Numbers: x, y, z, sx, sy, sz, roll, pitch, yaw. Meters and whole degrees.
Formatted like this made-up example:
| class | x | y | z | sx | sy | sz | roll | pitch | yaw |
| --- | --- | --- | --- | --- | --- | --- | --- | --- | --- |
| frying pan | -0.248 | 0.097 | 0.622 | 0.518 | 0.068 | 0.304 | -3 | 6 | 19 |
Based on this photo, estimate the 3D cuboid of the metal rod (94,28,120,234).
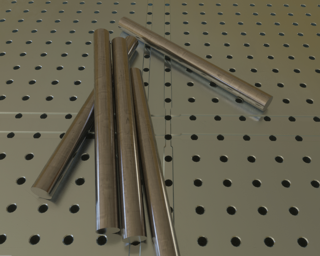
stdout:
| class | x | y | z | sx | sy | sz | roll | pitch | yaw |
| --- | --- | --- | --- | --- | --- | --- | --- | --- | --- |
| metal rod | -0.072 | -0.019 | 0.398 | 0.025 | 0.025 | 0.299 | -5 | 57 | -5 |

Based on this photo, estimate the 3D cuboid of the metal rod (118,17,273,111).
| class | x | y | z | sx | sy | sz | roll | pitch | yaw |
| --- | --- | --- | --- | --- | --- | --- | --- | --- | --- |
| metal rod | 0.043 | -0.113 | 0.502 | 0.300 | 0.025 | 0.025 | 36 | 58 | 26 |

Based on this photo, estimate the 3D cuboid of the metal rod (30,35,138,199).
| class | x | y | z | sx | sy | sz | roll | pitch | yaw |
| --- | --- | --- | --- | --- | --- | --- | --- | --- | --- |
| metal rod | -0.090 | -0.037 | 0.437 | 0.025 | 0.025 | 0.300 | 13 | 51 | 10 |

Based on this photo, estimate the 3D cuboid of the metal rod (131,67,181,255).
| class | x | y | z | sx | sy | sz | roll | pitch | yaw |
| --- | --- | --- | --- | --- | --- | --- | --- | --- | --- |
| metal rod | -0.014 | 0.030 | 0.382 | 0.025 | 0.025 | 0.300 | -7 | 50 | -7 |

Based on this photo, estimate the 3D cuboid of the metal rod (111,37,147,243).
| class | x | y | z | sx | sy | sz | roll | pitch | yaw |
| --- | --- | --- | --- | --- | --- | --- | --- | --- | --- |
| metal rod | -0.045 | -0.010 | 0.397 | 0.025 | 0.025 | 0.299 | -5 | 56 | -5 |
